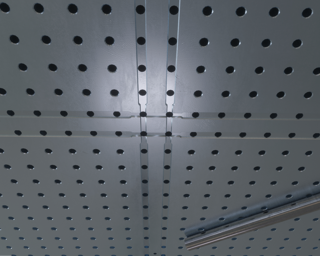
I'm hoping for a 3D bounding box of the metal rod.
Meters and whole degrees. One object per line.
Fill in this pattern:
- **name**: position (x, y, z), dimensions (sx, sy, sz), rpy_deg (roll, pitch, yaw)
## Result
- **metal rod**: position (0.181, 0.166, 0.554), dimensions (0.300, 0.025, 0.025), rpy_deg (-26, 126, 20)
